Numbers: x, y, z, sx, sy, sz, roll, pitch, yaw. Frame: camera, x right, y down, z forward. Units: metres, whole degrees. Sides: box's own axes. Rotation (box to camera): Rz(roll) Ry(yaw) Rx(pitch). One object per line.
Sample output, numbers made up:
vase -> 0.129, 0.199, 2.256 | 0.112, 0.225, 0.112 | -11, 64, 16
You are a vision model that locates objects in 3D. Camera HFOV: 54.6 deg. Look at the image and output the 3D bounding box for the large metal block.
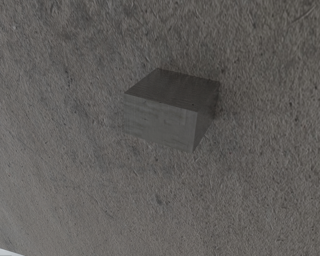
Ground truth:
large metal block -> 0.015, -0.023, 0.349 | 0.080, 0.080, 0.050 | 16, 125, 19
